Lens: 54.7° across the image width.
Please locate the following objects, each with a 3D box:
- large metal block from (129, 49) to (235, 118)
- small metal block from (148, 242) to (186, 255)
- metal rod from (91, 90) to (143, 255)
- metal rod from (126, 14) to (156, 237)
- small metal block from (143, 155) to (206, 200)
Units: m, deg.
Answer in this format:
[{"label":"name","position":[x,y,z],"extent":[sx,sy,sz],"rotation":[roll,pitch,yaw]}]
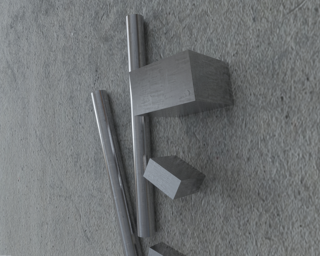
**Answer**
[{"label":"large metal block","position":[0.025,-0.044,0.347],"extent":[0.080,0.081,0.050],"rotation":[-12,83,39]},{"label":"small metal block","position":[0.009,0.183,0.395],"extent":[0.050,0.025,0.050],"rotation":[15,100,38]},{"label":"metal rod","position":[-0.059,0.088,0.451],"extent":[0.025,0.025,0.299],"rotation":[-22,76,37]},{"label":"metal rod","position":[-0.027,-0.005,0.424],"extent":[0.025,0.025,0.298],"rotation":[-6,86,39]},{"label":"small metal block","position":[0.017,0.057,0.373],"extent":[0.050,0.050,0.025],"rotation":[32,110,35]}]
